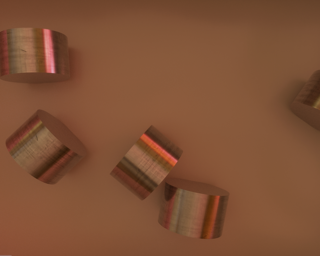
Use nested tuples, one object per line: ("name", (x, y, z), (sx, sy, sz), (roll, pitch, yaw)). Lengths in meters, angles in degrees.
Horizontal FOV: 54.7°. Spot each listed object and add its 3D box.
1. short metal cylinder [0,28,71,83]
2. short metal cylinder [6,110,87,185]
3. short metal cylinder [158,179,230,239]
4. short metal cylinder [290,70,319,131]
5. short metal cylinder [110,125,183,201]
("short metal cylinder", (-0.154, -0.086, 0.382), (0.081, 0.080, 0.050), (-4, 90, -1))
("short metal cylinder", (-0.138, 0.023, 0.382), (0.050, 0.080, 0.080), (-44, 91, 0))
("short metal cylinder", (0.041, 0.097, 0.385), (0.080, 0.080, 0.050), (10, 90, -1))
("short metal cylinder", (0.214, -0.029, 0.387), (0.080, 0.080, 0.050), (35, 90, -1))
("short metal cylinder", (-0.017, 0.042, 0.384), (0.050, 0.080, 0.080), (40, 90, -1))
